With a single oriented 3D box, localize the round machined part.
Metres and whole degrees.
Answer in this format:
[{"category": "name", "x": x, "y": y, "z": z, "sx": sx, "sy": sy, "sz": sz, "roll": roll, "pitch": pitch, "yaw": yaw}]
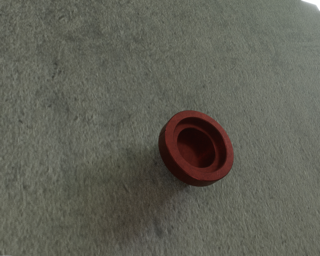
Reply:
[{"category": "round machined part", "x": 0.042, "y": 0.029, "z": 0.399, "sx": 0.099, "sy": 0.042, "sz": 0.098, "roll": 14, "pitch": 56, "yaw": -21}]
